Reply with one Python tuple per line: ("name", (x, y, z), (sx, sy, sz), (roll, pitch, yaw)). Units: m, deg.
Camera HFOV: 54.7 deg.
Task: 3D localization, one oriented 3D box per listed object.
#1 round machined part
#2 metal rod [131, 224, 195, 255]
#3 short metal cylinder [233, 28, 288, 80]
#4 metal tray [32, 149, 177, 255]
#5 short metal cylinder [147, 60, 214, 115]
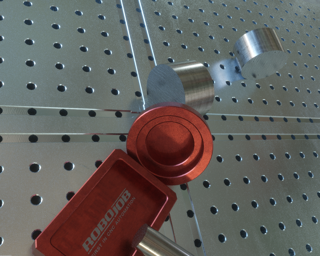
("round machined part", (0.012, 0.016, 0.370), (0.098, 0.098, 0.042), (32, 17, -8))
("metal rod", (0.098, 0.190, 0.323), (0.301, 0.025, 0.025), (37, 51, -12))
("short metal cylinder", (0.175, -0.129, 0.546), (0.081, 0.080, 0.050), (2, 61, -27))
("metal tray", (-0.050, 0.095, 0.319), (0.090, 0.030, 0.131), (39, 51, -2))
("short metal cylinder", (0.026, -0.048, 0.416), (0.050, 0.080, 0.080), (-16, 71, -35))
